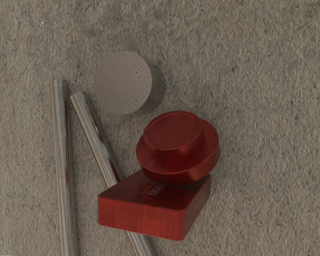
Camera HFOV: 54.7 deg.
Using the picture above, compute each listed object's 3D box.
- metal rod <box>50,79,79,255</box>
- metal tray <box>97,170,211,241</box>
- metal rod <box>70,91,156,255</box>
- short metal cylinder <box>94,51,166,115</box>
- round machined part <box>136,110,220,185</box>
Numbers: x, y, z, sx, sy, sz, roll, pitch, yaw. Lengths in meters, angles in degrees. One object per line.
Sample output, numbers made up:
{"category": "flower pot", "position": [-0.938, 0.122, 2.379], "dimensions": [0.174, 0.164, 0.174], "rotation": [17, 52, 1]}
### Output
{"category": "metal rod", "position": [-0.140, 0.079, 0.458], "dimensions": [0.025, 0.025, 0.298], "rotation": [-5, 88, 20]}
{"category": "metal tray", "position": [0.001, 0.077, 0.352], "dimensions": [0.090, 0.131, 0.030], "rotation": [5, 99, 20]}
{"category": "metal rod", "position": [-0.057, 0.087, 0.429], "dimensions": [0.025, 0.025, 0.299], "rotation": [-27, 81, 18]}
{"category": "short metal cylinder", "position": [-0.039, -0.056, 0.409], "dimensions": [0.080, 0.050, 0.080], "rotation": [0, 90, 20]}
{"category": "round machined part", "position": [0.019, 0.016, 0.363], "dimensions": [0.098, 0.098, 0.042], "rotation": [-1, 130, 20]}
